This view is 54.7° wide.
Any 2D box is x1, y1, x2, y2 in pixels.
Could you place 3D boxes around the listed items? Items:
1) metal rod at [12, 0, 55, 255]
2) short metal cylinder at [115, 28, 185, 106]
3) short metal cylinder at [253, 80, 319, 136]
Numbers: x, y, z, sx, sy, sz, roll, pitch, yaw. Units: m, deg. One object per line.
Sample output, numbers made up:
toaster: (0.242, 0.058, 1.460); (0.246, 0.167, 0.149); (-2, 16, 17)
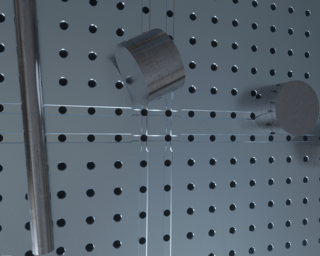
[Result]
metal rod: (-0.146, -0.006, 0.358); (0.025, 0.025, 0.298); (-4, 92, -20)
short metal cylinder: (-0.013, -0.074, 0.378); (0.050, 0.080, 0.080); (-29, 100, -18)
short metal cylinder: (0.190, -0.029, 0.469); (0.081, 0.050, 0.080); (0, 90, -20)
